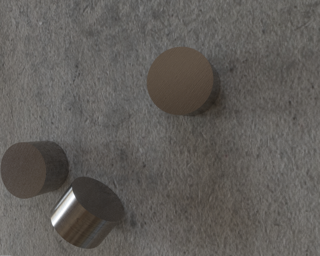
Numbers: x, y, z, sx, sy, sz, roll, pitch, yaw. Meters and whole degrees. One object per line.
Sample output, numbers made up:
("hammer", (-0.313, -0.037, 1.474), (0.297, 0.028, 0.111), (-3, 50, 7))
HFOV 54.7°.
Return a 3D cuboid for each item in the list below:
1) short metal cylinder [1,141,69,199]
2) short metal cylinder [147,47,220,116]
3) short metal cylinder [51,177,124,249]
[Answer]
("short metal cylinder", (-0.185, 0.060, 0.459), (0.080, 0.050, 0.079), (0, 90, 19))
("short metal cylinder", (0.031, -0.055, 0.384), (0.080, 0.050, 0.079), (0, 90, 19))
("short metal cylinder", (-0.095, 0.111, 0.412), (0.080, 0.080, 0.050), (42, 103, 15))
